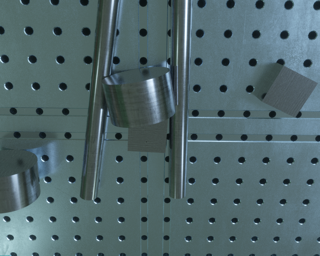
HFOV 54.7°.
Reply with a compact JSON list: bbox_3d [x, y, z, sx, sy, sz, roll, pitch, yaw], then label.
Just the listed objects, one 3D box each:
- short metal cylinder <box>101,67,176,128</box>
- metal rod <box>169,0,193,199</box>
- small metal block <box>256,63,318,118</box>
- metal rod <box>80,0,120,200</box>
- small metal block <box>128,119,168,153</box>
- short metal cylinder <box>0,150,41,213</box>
[{"bbox_3d":[-0.024,-0.039,0.369,0.080,0.080,0.050,-9,111,3],"label":"short metal cylinder"},{"bbox_3d":[0.025,-0.044,0.397,0.025,0.025,0.298,0,110,0],"label":"metal rod"},{"bbox_3d":[0.161,-0.049,0.397,0.050,0.025,0.050,24,108,-9],"label":"small metal block"},{"bbox_3d":[-0.078,-0.040,0.397,0.025,0.025,0.298,9,110,-4],"label":"metal rod"},{"bbox_3d":[-0.016,0.004,0.415,0.050,0.025,0.050,3,110,-2],"label":"small metal block"},{"bbox_3d":[-0.202,0.068,0.407,0.081,0.080,0.050,3,110,-1],"label":"short metal cylinder"}]
